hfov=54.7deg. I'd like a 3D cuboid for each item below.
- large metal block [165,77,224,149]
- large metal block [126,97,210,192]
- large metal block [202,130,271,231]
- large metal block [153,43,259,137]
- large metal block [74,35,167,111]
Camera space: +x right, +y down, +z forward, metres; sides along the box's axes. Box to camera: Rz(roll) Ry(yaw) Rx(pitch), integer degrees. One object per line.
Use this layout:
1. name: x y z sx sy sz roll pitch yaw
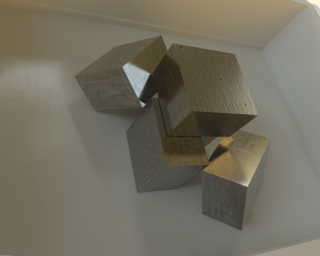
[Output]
1. large metal block: 0.041 -0.022 0.402 0.050 0.080 0.080 1 61 -28
2. large metal block: 0.004 0.021 0.358 0.050 0.080 0.080 1 61 -28
3. large metal block: 0.090 0.059 0.371 0.050 0.080 0.080 18 45 26
4. large metal block: 0.046 -0.038 0.332 0.081 0.050 0.080 2 61 -27
5. large metal block: -0.040 -0.066 0.377 0.080 0.080 0.050 -51 127 -39
